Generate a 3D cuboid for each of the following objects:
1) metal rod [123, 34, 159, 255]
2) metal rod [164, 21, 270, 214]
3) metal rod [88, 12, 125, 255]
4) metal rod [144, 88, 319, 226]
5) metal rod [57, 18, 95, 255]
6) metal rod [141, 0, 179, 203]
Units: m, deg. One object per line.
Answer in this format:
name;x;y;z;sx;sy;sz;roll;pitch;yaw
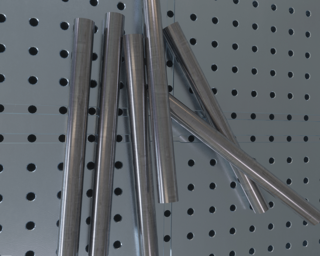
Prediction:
metal rod;-0.023;0.034;0.396;0.025;0.025;0.298;-6;95;-20
metal rod;0.083;-0.008;0.442;0.025;0.025;0.299;-32;101;-17
metal rod;-0.067;0.008;0.387;0.025;0.025;0.298;4;89;-20
metal rod;0.104;0.038;0.425;0.301;0.025;0.025;37;78;-7
metal rod;-0.102;0.019;0.374;0.025;0.025;0.298;4;89;-20
metal rod;-0.003;-0.061;0.385;0.025;0.025;0.299;-2;81;-20
